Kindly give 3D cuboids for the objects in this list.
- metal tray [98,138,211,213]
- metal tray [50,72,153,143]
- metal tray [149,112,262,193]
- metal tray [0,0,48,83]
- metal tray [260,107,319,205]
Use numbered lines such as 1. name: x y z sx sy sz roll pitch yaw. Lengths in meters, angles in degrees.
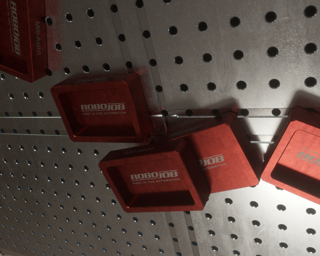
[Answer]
1. metal tray: -0.009 0.068 0.413 0.130 0.030 0.090 -12 113 33
2. metal tray: -0.082 -0.025 0.433 0.130 0.030 0.089 -1 118 28
3. metal tray: 0.054 0.041 0.404 0.130 0.030 0.090 -20 108 35
4. metal tray: -0.204 -0.137 0.427 0.090 0.030 0.129 22 127 14
5. metal tray: 0.188 0.042 0.334 0.130 0.030 0.089 23 127 13
